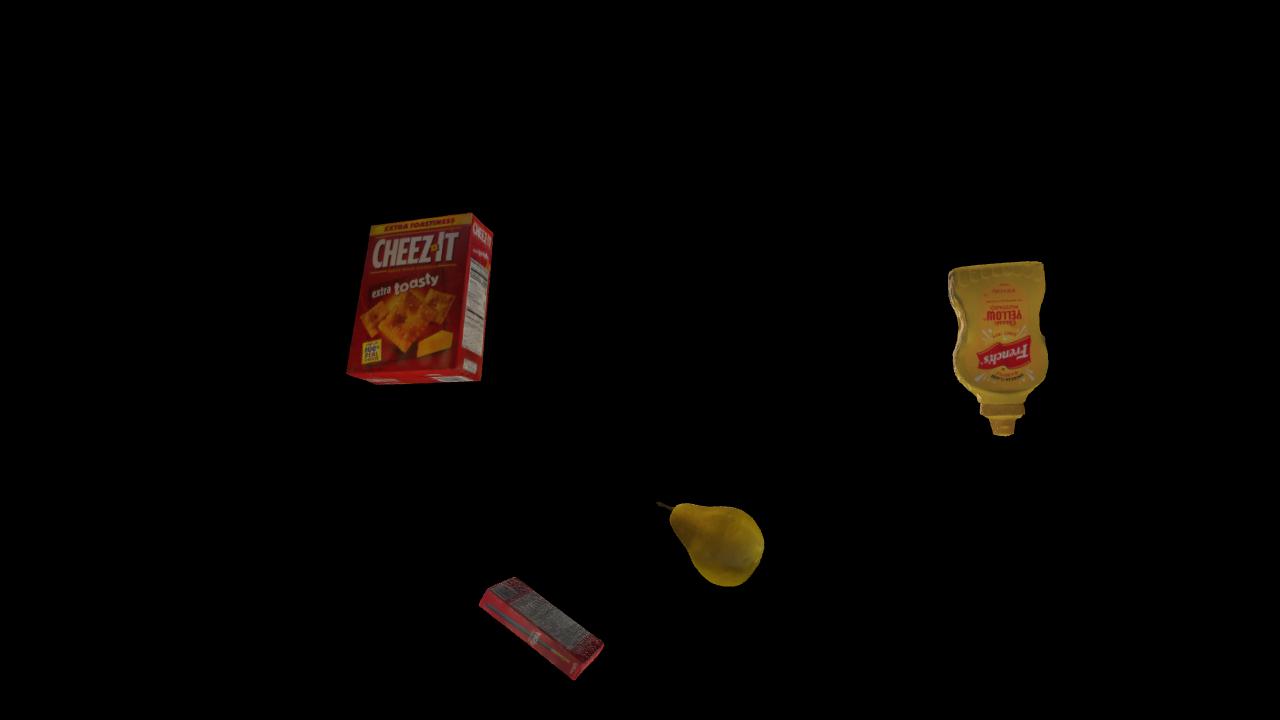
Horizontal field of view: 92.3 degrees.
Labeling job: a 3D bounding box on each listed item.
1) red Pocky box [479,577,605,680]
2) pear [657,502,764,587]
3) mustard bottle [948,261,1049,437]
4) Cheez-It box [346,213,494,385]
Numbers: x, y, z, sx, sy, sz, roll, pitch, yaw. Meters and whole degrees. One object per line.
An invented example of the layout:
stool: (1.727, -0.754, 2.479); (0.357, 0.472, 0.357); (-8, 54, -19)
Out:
red Pocky box: (-0.125, 0.338, 0.785); (0.155, 0.028, 0.083); (30, -1, 17)
pear: (0.066, 0.169, 0.608); (0.111, 0.080, 0.080); (32, 4, 6)
mustard bottle: (0.384, -0.010, 0.659); (0.092, 0.184, 0.054); (-3, 0, 8)
Cheez-It box: (-0.295, -0.081, 0.839); (0.166, 0.223, 0.071); (-2, -16, 14)
